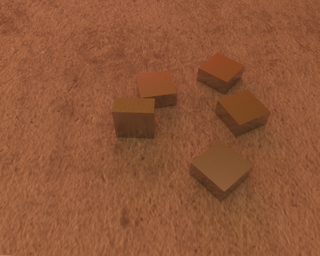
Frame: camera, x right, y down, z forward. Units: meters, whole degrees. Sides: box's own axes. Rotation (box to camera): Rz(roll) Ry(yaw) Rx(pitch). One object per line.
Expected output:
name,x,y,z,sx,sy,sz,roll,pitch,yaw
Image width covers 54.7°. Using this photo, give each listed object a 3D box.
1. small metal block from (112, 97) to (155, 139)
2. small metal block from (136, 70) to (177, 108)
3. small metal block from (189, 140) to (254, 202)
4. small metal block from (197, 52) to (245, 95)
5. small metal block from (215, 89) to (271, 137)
small metal block,-0.032,-0.012,0.397,0.050,0.050,0.025,2,50,1
small metal block,-0.006,-0.055,0.450,0.050,0.025,0.050,-8,51,-7
small metal block,0.071,0.049,0.363,0.050,0.025,0.050,-34,58,-26
small metal block,0.093,-0.084,0.475,0.050,0.025,0.050,33,57,24
small metal block,0.112,-0.021,0.423,0.050,0.025,0.050,-21,53,-17
